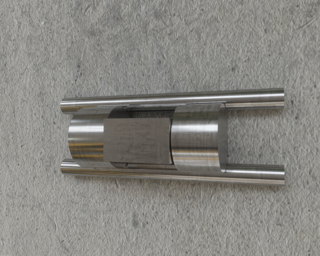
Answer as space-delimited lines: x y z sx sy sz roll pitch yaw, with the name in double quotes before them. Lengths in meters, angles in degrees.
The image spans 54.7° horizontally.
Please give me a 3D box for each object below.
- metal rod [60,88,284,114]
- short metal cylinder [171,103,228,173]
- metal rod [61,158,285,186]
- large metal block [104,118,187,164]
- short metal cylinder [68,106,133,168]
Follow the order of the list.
"metal rod" 0.002 -0.033 0.410 0.301 0.025 0.025 0 90 19
"short metal cylinder" 0.049 0.012 0.363 0.050 0.080 0.080 -1 90 20
"metal rod" 0.002 0.056 0.409 0.301 0.025 0.025 0 90 19
"large metal block" -0.014 0.014 0.383 0.080 0.080 0.050 0 90 20
"short metal cylinder" -0.075 0.012 0.407 0.050 0.080 0.080 -1 90 20
